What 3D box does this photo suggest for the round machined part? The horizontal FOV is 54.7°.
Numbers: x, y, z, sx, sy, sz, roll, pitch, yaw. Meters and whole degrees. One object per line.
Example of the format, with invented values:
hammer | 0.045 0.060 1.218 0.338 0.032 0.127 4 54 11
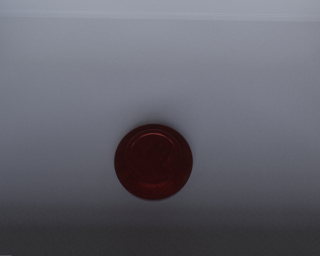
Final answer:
round machined part | -0.008 0.040 0.386 0.099 0.042 0.098 0 70 -1
